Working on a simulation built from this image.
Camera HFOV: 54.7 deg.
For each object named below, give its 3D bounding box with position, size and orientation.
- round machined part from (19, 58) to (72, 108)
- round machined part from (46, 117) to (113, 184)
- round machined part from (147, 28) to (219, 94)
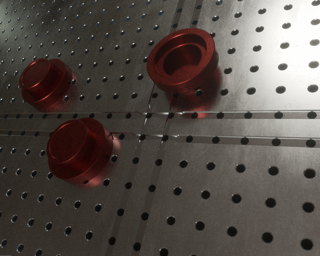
[{"bbox_3d":[-0.212,-0.087,0.559,0.098,0.042,0.098,-13,56,20],"label":"round machined part"},{"bbox_3d":[-0.121,0.027,0.443,0.098,0.042,0.098,-13,56,20],"label":"round machined part"},{"bbox_3d":[0.034,-0.088,0.432,0.098,0.042,0.098,-13,56,20],"label":"round machined part"}]
